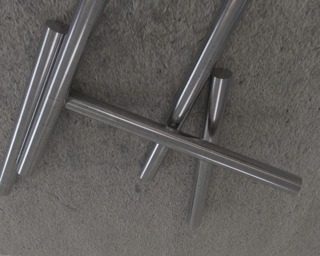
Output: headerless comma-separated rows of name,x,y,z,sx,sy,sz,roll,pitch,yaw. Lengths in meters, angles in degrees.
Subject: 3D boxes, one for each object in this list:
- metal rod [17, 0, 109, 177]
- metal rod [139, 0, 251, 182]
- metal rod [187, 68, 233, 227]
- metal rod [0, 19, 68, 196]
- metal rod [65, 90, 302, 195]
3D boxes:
metal rod,-0.117,-0.042,0.352,0.025,0.025,0.298,22,126,-18
metal rod,0.031,-0.035,0.376,0.025,0.025,0.298,16,128,-13
metal rod,0.065,0.051,0.450,0.025,0.025,0.298,1,130,-1
metal rod,-0.175,-0.004,0.402,0.025,0.025,0.298,22,127,-18
metal rod,0.031,0.019,0.384,0.301,0.025,0.025,21,128,-2
